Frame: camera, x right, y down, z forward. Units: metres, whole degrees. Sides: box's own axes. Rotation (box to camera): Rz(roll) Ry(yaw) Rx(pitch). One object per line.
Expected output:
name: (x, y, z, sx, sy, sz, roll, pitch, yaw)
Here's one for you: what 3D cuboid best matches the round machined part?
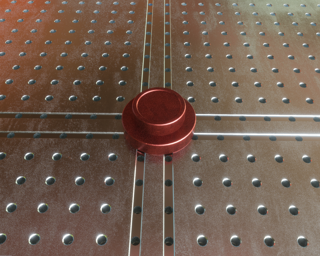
round machined part: (-0.001, -0.016, 0.410, 0.099, 0.042, 0.098, 0, 50, 0)
